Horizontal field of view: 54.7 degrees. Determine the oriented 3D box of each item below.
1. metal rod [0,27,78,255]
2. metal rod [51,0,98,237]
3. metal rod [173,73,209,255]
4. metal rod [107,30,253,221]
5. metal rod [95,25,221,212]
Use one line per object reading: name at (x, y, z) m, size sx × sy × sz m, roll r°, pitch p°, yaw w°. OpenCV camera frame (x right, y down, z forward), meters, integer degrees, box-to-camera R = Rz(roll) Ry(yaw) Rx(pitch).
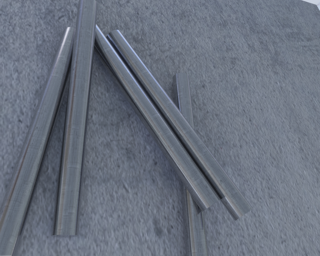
metal rod at (-0.128, -0.001, 0.336) m, size 0.025 × 0.025 × 0.300 m, roll 17°, pitch 55°, yaw -19°
metal rod at (-0.094, -0.033, 0.357) m, size 0.025 × 0.025 × 0.299 m, roll 10°, pitch 62°, yaw -23°
metal rod at (0.037, 0.053, 0.392) m, size 0.025 × 0.025 × 0.299 m, roll 11°, pitch 57°, yaw -23°
metal rod at (0.014, -0.018, 0.399) m, size 0.025 × 0.025 × 0.299 m, roll -20°, pitch 65°, yaw -36°
metal rod at (-0.023, -0.030, 0.393) m, size 0.025 × 0.025 × 0.299 m, roll -21°, pitch 68°, yaw -36°
